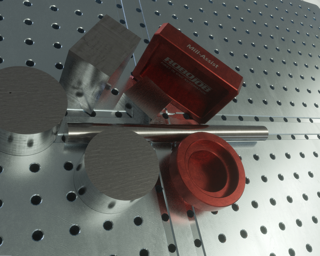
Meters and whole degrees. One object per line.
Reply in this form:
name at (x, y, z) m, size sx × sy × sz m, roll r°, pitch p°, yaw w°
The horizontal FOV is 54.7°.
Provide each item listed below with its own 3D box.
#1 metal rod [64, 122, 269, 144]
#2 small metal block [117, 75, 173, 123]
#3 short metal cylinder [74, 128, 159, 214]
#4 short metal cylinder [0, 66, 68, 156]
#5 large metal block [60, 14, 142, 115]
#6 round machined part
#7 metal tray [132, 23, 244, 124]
metal rod at (0.028, 0.007, 0.418) m, size 0.303 × 0.025 × 0.025 m, roll 1°, pitch 62°, yaw -28°
small metal block at (-0.020, -0.036, 0.419) m, size 0.050 × 0.025 × 0.050 m, roll 43°, pitch 51°, yaw 1°
short metal cylinder at (-0.048, 0.047, 0.337) m, size 0.081 × 0.050 × 0.080 m, roll 14°, pitch 56°, yaw -21°
short metal cylinder at (-0.143, -0.018, 0.325) m, size 0.081 × 0.050 × 0.080 m, roll 14°, pitch 56°, yaw -21°
large metal block at (-0.075, -0.077, 0.379) m, size 0.050 × 0.080 × 0.080 m, roll 34°, pitch 51°, yaw -7°
round machined part at (0.055, 0.057, 0.392) m, size 0.099 × 0.042 × 0.098 m, roll 14°, pitch 56°, yaw -21°
metal tray at (0.036, -0.070, 0.428) m, size 0.130 × 0.090 × 0.030 m, roll 35°, pitch 51°, yaw -6°
